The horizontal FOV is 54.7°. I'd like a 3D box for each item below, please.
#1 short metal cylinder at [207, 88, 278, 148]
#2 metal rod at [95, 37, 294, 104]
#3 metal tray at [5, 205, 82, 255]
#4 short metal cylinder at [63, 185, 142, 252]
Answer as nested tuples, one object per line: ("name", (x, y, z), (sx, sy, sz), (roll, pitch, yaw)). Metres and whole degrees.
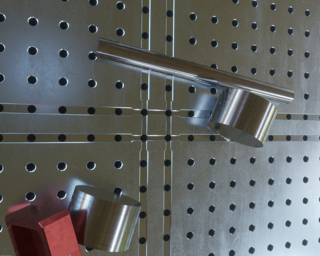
("short metal cylinder", (0.112, -0.013, 0.425), (0.080, 0.080, 0.050), (28, 81, -18))
("metal rod", (0.062, -0.075, 0.435), (0.302, 0.025, 0.025), (10, 87, -20))
("metal tray", (-0.117, 0.152, 0.333), (0.030, 0.090, 0.129), (-20, 98, -47))
("short metal cylinder", (-0.066, 0.102, 0.359), (0.081, 0.080, 0.050), (19, 84, -19))
